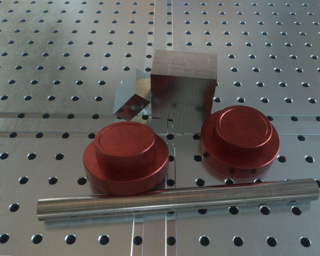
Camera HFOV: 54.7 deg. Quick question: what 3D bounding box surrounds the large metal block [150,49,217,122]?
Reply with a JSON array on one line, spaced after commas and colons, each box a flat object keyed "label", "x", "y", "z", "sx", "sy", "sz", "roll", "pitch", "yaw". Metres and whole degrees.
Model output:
[{"label": "large metal block", "x": 0.031, "y": -0.055, "z": 0.418, "sx": 0.080, "sy": 0.080, "sz": 0.050, "roll": 5, "pitch": 50, "yaw": 4}]

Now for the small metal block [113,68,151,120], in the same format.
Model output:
[{"label": "small metal block", "x": -0.038, "y": -0.045, "z": 0.426, "sx": 0.025, "sy": 0.050, "sz": 0.050, "roll": 27, "pitch": 42, "yaw": -30}]

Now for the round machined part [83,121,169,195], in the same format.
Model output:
[{"label": "round machined part", "x": -0.039, "y": 0.027, "z": 0.357, "sx": 0.099, "sy": 0.042, "sz": 0.098, "roll": -1, "pitch": 35, "yaw": 1}]

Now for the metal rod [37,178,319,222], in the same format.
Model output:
[{"label": "metal rod", "x": 0.023, "y": 0.079, "z": 0.341, "sx": 0.302, "sy": 0.025, "sz": 0.025, "roll": -3, "pitch": 50, "yaw": -3}]

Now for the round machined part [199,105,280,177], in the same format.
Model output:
[{"label": "round machined part", "x": 0.101, "y": 0.009, "z": 0.389, "sx": 0.099, "sy": 0.042, "sz": 0.098, "roll": 0, "pitch": 50, "yaw": 0}]
